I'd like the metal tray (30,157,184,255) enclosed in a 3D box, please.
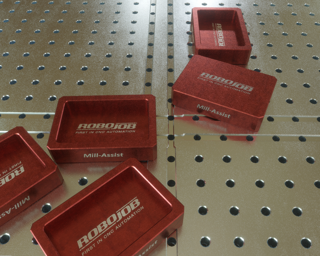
[{"bbox_3d":[-0.051,0.099,0.321,0.131,0.030,0.090,-34,58,-25],"label":"metal tray"}]

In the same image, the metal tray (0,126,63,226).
[{"bbox_3d":[-0.191,0.063,0.350,0.131,0.030,0.090,-36,59,-26],"label":"metal tray"}]

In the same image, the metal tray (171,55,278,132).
[{"bbox_3d":[0.093,-0.054,0.451,0.130,0.030,0.090,20,53,16],"label":"metal tray"}]

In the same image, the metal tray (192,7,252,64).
[{"bbox_3d":[0.103,-0.164,0.542,0.090,0.030,0.130,1,50,1],"label":"metal tray"}]

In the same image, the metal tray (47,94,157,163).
[{"bbox_3d":[-0.070,-0.001,0.405,0.131,0.030,0.090,-1,50,-1],"label":"metal tray"}]
